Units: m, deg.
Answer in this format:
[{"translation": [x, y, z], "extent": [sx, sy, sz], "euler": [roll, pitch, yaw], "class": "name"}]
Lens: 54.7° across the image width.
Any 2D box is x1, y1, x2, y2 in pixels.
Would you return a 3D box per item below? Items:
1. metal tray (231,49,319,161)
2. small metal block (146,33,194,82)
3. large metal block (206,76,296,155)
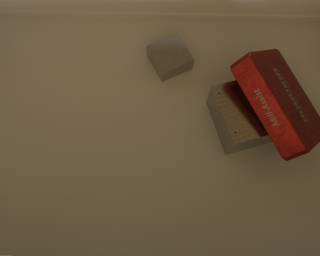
[{"translation": [0.150, -0.034, 0.384], "extent": [0.091, 0.030, 0.130], "euler": [-20, 79, -46], "class": "metal tray"}, {"translation": [0.014, -0.102, 0.447], "extent": [0.050, 0.025, 0.050], "euler": [-25, 72, -9], "class": "small metal block"}, {"translation": [0.115, -0.018, 0.405], "extent": [0.081, 0.050, 0.080], "euler": [-15, 71, -6], "class": "large metal block"}]
